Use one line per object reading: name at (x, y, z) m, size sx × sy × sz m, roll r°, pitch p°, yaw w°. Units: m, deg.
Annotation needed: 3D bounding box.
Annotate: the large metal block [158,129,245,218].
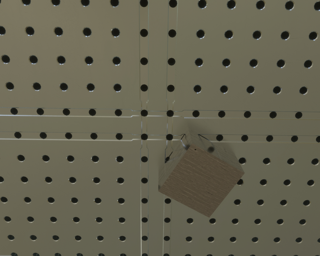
large metal block at (0.053, 0.061, 0.423) m, size 0.080 × 0.050 × 0.080 m, roll 30°, pitch 107°, yaw -11°
